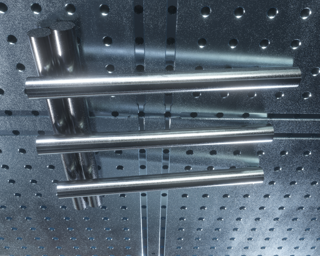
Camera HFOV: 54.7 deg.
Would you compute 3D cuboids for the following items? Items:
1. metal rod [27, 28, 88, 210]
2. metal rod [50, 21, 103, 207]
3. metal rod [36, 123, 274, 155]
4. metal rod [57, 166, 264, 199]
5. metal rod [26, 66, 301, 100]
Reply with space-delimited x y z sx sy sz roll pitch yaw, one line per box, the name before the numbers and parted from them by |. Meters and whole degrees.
metal rod | -0.129 0.013 0.420 0.025 0.025 0.298 1 130 -1
metal rod | -0.104 0.008 0.416 0.025 0.025 0.298 1 130 -1
metal rod | -0.001 0.014 0.403 0.302 0.025 0.025 -3 131 -6
metal rod | 0.005 0.080 0.461 0.302 0.025 0.025 -3 131 -6
metal rod | 0.009 -0.052 0.349 0.302 0.025 0.025 -3 130 -6
